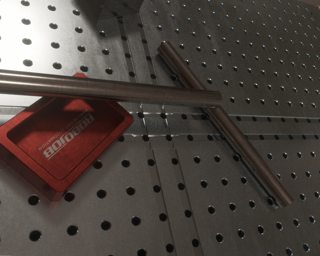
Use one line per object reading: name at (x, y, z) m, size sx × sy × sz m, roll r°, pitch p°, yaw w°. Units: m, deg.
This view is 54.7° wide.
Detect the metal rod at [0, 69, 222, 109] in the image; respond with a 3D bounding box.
metal rod at (-0.053, -0.044, 0.367) m, size 0.303 × 0.025 × 0.025 m, roll 2°, pitch 61°, yaw -28°

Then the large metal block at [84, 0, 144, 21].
large metal block at (-0.079, -0.223, 0.487) m, size 0.081 × 0.050 × 0.080 m, roll -27°, pitch 77°, yaw -37°

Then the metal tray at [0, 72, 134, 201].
metal tray at (-0.102, 0.004, 0.348) m, size 0.090 × 0.030 × 0.131 m, roll 41°, pitch 51°, yaw -1°

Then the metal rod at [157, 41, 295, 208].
metal rod at (0.094, -0.011, 0.467) m, size 0.025 × 0.025 × 0.299 m, roll -30°, pitch 78°, yaw -38°
